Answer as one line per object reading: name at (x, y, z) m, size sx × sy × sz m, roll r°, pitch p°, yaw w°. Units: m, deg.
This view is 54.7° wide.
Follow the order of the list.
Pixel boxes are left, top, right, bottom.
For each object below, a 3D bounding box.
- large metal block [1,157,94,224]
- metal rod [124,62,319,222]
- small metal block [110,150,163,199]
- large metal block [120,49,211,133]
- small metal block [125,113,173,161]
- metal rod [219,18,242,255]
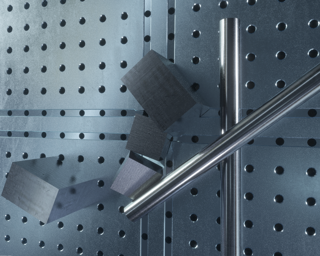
large metal block at (-0.156, 0.083, 0.438) m, size 0.080 × 0.080 × 0.050 m, roll 24°, pitch 98°, yaw 18°
metal rod at (0.075, 0.021, 0.358) m, size 0.300 × 0.025 × 0.025 m, roll -39°, pitch 78°, yaw 16°
small metal block at (-0.031, 0.066, 0.411) m, size 0.050 × 0.025 × 0.050 m, roll 29°, pitch 104°, yaw -9°
large metal block at (0.010, -0.041, 0.380) m, size 0.050 × 0.080 × 0.080 m, roll -41°, pitch 77°, yaw 15°
small metal block at (-0.012, 0.012, 0.417) m, size 0.050 × 0.025 × 0.050 m, roll 19°, pitch 96°, yaw 19°
metal rod at (0.087, 0.018, 0.381) m, size 0.025 × 0.025 × 0.298 m, roll 0°, pitch 90°, yaw 20°
